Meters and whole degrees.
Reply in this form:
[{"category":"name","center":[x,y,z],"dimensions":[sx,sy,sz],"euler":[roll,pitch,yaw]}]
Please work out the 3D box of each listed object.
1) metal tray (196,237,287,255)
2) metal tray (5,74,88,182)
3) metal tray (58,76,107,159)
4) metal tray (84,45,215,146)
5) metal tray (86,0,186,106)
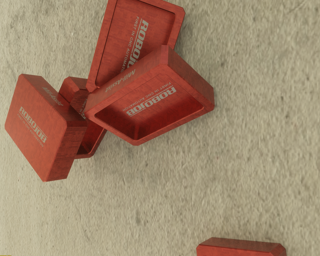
[{"category":"metal tray","center":[0.091,0.188,0.326],"dimensions":[0.090,0.030,0.129],"euler":[-11,83,39]},{"category":"metal tray","center":[-0.155,-0.003,0.408],"dimensions":[0.130,0.030,0.089],"euler":[40,114,32]},{"category":"metal tray","center":[-0.117,-0.010,0.456],"dimensions":[0.030,0.091,0.129],"euler":[47,118,29]},{"category":"metal tray","center":[-0.014,-0.030,0.365],"dimensions":[0.130,0.090,0.030],"euler":[-26,45,33]},{"category":"metal tray","center":[-0.032,-0.098,0.387],"dimensions":[0.030,0.091,0.129],"euler":[-120,46,-69]}]
